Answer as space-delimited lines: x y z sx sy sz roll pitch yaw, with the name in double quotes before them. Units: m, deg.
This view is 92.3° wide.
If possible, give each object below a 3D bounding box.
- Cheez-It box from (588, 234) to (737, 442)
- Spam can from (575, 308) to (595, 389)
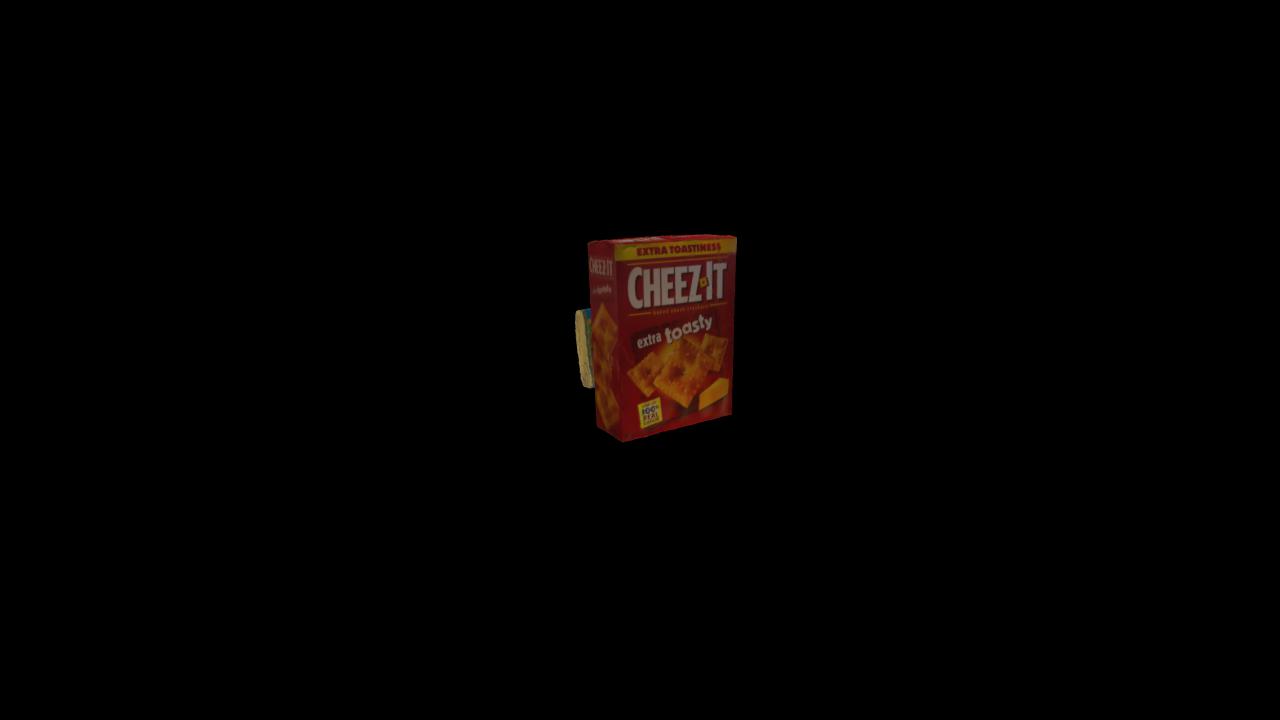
"Cheez-It box" 0.030 -0.031 0.719 0.166 0.223 0.071 -10 17 -31
"Spam can" -0.032 -0.019 0.762 0.085 0.101 0.058 -7 4 -18
